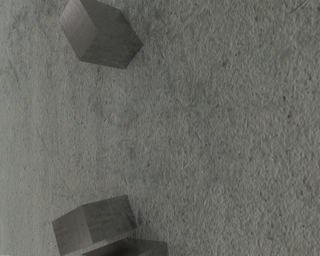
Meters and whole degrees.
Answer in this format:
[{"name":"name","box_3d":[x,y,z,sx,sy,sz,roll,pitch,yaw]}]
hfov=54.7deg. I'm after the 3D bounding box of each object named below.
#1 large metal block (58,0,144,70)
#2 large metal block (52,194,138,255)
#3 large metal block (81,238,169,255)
[{"name":"large metal block","box_3d":[-0.083,-0.134,0.438,0.050,0.081,0.080,-46,63,30]},{"name":"large metal block","box_3d":[-0.094,0.139,0.447,0.080,0.081,0.050,-33,70,35]},{"name":"large metal block","box_3d":[-0.044,0.183,0.405,0.080,0.081,0.050,-11,83,39]}]
